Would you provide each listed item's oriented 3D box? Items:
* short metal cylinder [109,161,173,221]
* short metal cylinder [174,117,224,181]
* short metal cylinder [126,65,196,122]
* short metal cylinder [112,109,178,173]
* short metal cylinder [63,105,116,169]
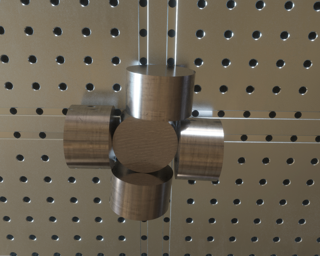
[{"bbox_3d":[-0.025,0.077,0.411,0.081,0.080,0.050,6,110,-2],"label":"short metal cylinder"},{"bbox_3d":[0.047,0.026,0.394,0.050,0.080,0.079,3,110,-2],"label":"short metal cylinder"},{"bbox_3d":[0.000,-0.044,0.367,0.081,0.080,0.050,3,110,-1],"label":"short metal cylinder"},{"bbox_3d":[-0.019,0.011,0.404,0.081,0.050,0.079,-1,110,-1],"label":"short metal cylinder"},{"bbox_3d":[-0.084,0.011,0.387,0.050,0.080,0.079,1,110,-1],"label":"short metal cylinder"}]
